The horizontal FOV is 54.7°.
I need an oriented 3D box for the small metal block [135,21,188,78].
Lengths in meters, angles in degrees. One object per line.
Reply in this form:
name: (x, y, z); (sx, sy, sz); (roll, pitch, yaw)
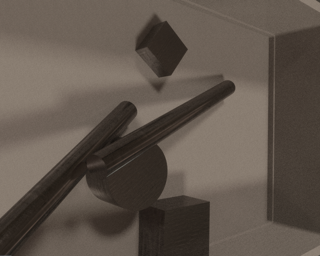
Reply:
small metal block: (0.003, -0.104, 0.411); (0.050, 0.025, 0.050); (46, 63, -31)

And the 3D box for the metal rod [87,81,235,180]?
metal rod: (0.028, -0.015, 0.387); (0.302, 0.025, 0.025); (-31, 110, -50)

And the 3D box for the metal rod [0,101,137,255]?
metal rod: (-0.089, 0.051, 0.255); (0.025, 0.025, 0.301); (65, 30, -20)

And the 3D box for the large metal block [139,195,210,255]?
large metal block: (0.020, 0.138, 0.409); (0.081, 0.050, 0.079); (2, 89, -40)

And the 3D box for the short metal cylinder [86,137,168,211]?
short metal cylinder: (-0.038, 0.051, 0.360); (0.081, 0.050, 0.079); (0, 90, -40)
